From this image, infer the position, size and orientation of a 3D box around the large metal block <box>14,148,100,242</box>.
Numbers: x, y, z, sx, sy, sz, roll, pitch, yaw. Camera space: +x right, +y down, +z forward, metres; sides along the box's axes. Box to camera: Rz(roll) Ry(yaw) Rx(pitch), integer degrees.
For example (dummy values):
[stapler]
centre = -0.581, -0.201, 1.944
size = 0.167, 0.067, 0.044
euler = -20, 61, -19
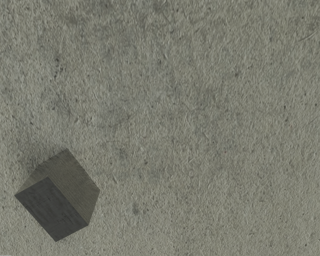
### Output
[large metal block]
centre = -0.130, 0.086, 0.411
size = 0.050, 0.080, 0.080
euler = -29, 108, 10
